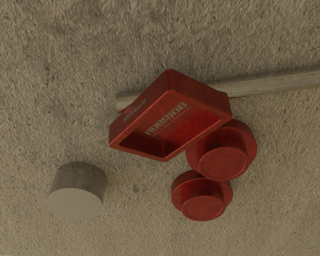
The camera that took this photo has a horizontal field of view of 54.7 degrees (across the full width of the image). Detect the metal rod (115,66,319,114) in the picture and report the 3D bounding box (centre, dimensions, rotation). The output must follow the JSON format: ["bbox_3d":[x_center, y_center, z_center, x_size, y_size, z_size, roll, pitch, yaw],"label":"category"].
[{"bbox_3d":[0.098,-0.049,0.367,0.302,0.025,0.025,-7,130,5],"label":"metal rod"}]

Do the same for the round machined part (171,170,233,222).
[{"bbox_3d":[0.067,0.112,0.493,0.099,0.042,0.097,-1,130,0],"label":"round machined part"}]

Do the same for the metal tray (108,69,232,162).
[{"bbox_3d":[0.008,-0.007,0.370,0.091,0.030,0.129,19,140,-31],"label":"metal tray"}]

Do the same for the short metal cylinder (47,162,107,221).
[{"bbox_3d":[-0.125,0.097,0.472,0.081,0.050,0.079,0,130,0],"label":"short metal cylinder"}]

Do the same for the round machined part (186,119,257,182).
[{"bbox_3d":[0.085,0.037,0.429,0.099,0.042,0.097,-1,130,0],"label":"round machined part"}]
